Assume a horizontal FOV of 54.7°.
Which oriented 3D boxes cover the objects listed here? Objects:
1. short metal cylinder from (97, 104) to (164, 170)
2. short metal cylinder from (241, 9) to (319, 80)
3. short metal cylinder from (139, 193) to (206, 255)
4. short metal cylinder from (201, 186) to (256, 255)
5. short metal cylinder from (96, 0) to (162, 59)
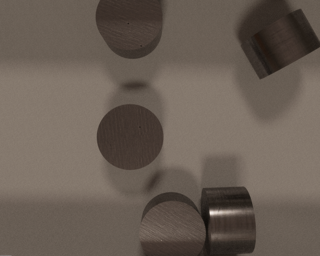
[{"bbox_3d":[-0.036,0.011,0.398,0.081,0.050,0.079,0,90,-1],"label":"short metal cylinder"},{"bbox_3d":[0.149,-0.102,0.386,0.080,0.080,0.050,-30,90,0],"label":"short metal cylinder"},{"bbox_3d":[0.015,0.128,0.399,0.081,0.050,0.079,0,90,-1],"label":"short metal cylinder"},{"bbox_3d":[0.082,0.114,0.385,0.050,0.080,0.079,-2,90,0],"label":"short metal cylinder"},{"bbox_3d":[-0.037,-0.134,0.398,0.081,0.050,0.079,0,90,-1],"label":"short metal cylinder"}]
